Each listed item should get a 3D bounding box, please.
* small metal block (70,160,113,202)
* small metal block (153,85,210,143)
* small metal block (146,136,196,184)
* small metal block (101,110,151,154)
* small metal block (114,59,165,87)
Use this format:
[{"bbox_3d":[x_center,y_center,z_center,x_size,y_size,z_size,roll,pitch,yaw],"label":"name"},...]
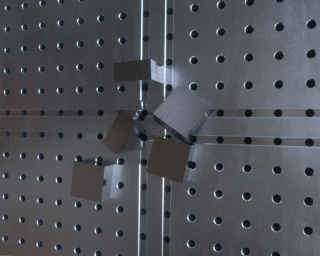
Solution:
[{"bbox_3d":[-0.098,0.075,0.446,0.050,0.025,0.050,6,92,19],"label":"small metal block"},{"bbox_3d":[0.027,-0.017,0.392,0.050,0.025,0.050,37,76,16],"label":"small metal block"},{"bbox_3d":[0.015,0.040,0.407,0.050,0.025,0.050,15,95,19],"label":"small metal block"},{"bbox_3d":[-0.044,0.005,0.414,0.025,0.050,0.050,36,101,16],"label":"small metal block"},{"bbox_3d":[-0.026,-0.071,0.408,0.050,0.050,0.025,-2,90,19],"label":"small metal block"}]
